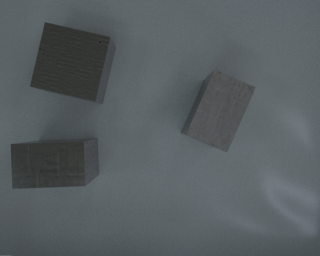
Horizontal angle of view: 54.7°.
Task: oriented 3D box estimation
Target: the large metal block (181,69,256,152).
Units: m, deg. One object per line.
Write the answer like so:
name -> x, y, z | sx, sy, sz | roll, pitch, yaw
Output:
large metal block -> 0.068, -0.019, 0.385 | 0.050, 0.080, 0.080 | 24, 90, -1

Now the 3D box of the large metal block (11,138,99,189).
large metal block -> -0.124, 0.041, 0.382 | 0.081, 0.080, 0.050 | -2, 90, -1

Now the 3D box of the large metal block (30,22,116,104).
large metal block -> -0.108, -0.080, 0.397 | 0.080, 0.050, 0.080 | 13, 90, -1
